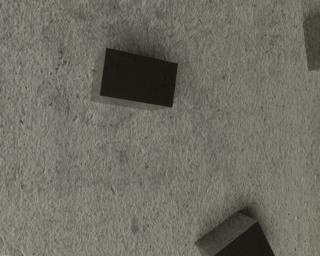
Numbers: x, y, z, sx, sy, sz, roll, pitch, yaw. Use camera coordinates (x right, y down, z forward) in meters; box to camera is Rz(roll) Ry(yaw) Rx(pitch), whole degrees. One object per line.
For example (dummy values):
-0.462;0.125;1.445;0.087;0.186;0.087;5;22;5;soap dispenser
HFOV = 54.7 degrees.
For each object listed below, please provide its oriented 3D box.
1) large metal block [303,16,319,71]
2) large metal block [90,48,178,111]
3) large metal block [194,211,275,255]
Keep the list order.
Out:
0.286;-0.139;0.500;0.081;0.050;0.080;-9;93;-20;large metal block
-0.034;-0.053;0.367;0.081;0.080;0.050;8;88;-20;large metal block
0.109;0.180;0.436;0.080;0.050;0.080;-31;100;-17;large metal block
